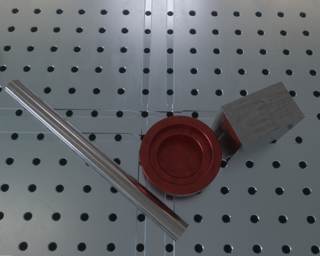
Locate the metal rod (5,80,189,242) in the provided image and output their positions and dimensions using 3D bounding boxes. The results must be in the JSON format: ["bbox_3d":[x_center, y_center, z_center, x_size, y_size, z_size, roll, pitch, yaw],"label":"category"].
[{"bbox_3d":[-0.089,0.034,0.398,0.300,0.025,0.025,38,74,12],"label":"metal rod"}]

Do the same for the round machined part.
[{"bbox_3d":[0.025,0.037,0.389,0.099,0.042,0.098,0,70,0],"label":"round machined part"}]

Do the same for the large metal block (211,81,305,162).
[{"bbox_3d":[0.115,-0.005,0.385,0.080,0.080,0.050,-23,72,-8],"label":"large metal block"}]
